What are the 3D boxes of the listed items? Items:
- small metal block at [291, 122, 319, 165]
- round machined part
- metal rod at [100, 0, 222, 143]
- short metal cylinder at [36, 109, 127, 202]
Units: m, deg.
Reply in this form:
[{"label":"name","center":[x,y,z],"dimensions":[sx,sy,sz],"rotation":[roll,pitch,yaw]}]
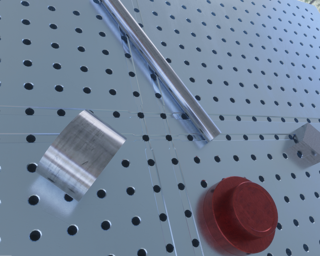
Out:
[{"label":"small metal block","center":[0.261,0.027,0.536],"dimensions":[0.050,0.025,0.050],"rotation":[39,51,-2]},{"label":"round machined part","center":[0.109,0.107,0.393],"dimensions":[0.099,0.042,0.098],"rotation":[14,56,-21]},{"label":"metal rod","center":[-0.008,-0.105,0.469],"dimensions":[0.025,0.025,0.299],"rotation":[-29,78,-38]},{"label":"short metal cylinder","center":[-0.078,0.027,0.315],"dimensions":[0.050,0.080,0.080],"rotation":[37,51,-4]}]
